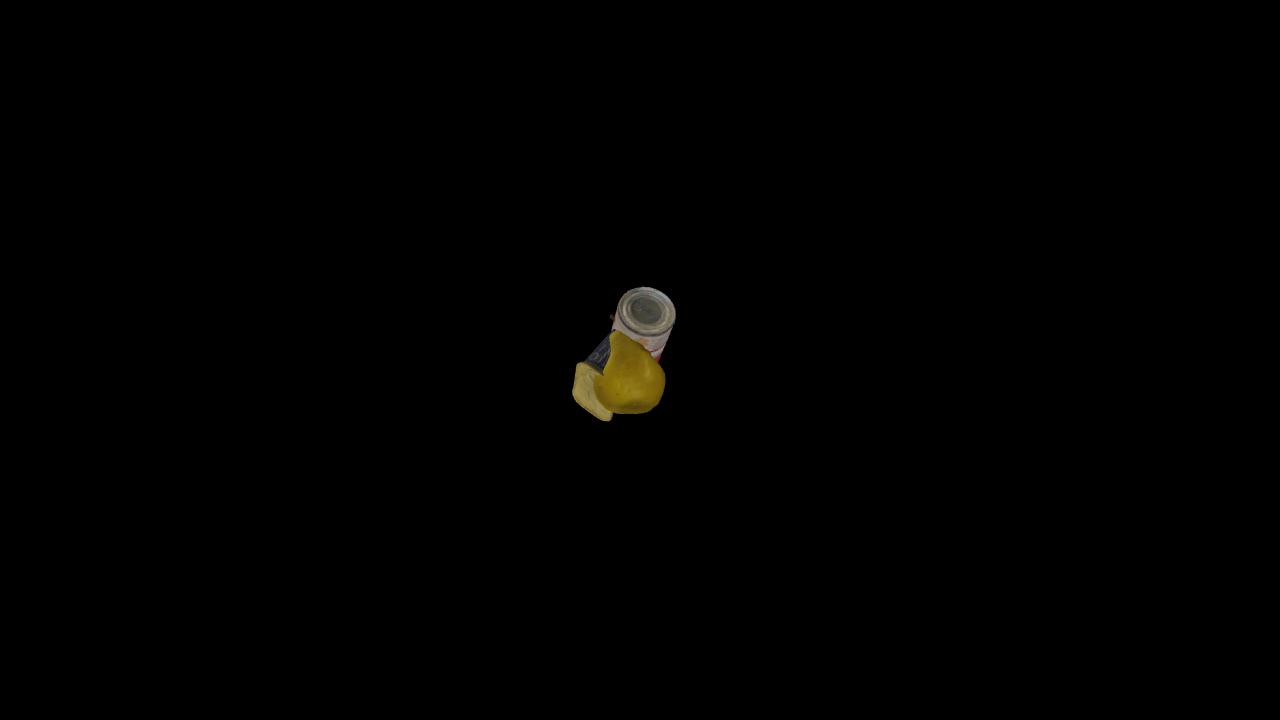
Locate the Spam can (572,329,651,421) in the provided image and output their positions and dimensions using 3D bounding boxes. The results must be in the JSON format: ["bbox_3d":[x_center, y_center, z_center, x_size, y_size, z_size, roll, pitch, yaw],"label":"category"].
[{"bbox_3d":[-0.029,0.011,0.715,0.058,0.085,0.101,35,-30,9],"label":"Spam can"}]

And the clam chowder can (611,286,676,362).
[{"bbox_3d":[-0.001,-0.030,0.717,0.068,0.068,0.102,0,-30,-13],"label":"clam chowder can"}]

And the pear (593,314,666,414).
[{"bbox_3d":[-0.012,0.003,0.685,0.080,0.111,0.080,-2,-19,-1],"label":"pear"}]
